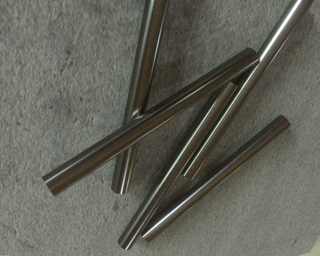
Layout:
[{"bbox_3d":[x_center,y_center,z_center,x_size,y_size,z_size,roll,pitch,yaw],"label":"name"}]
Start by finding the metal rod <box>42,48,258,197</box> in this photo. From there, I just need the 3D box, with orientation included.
[{"bbox_3d":[0.003,-0.018,0.370,0.302,0.025,0.025,-34,130,-18],"label":"metal rod"}]

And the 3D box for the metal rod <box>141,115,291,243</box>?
[{"bbox_3d":[0.092,0.082,0.510,0.301,0.025,0.025,-39,130,-2],"label":"metal rod"}]

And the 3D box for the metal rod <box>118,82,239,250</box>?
[{"bbox_3d":[0.020,0.060,0.457,0.025,0.025,0.299,21,107,-37],"label":"metal rod"}]

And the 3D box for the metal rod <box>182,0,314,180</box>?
[{"bbox_3d":[0.117,-0.052,0.440,0.025,0.025,0.299,21,107,-37],"label":"metal rod"}]

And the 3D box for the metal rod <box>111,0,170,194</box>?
[{"bbox_3d":[-0.023,-0.047,0.365,0.025,0.025,0.298,-1,119,-28],"label":"metal rod"}]
